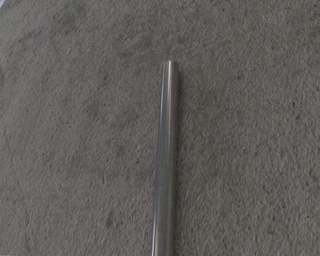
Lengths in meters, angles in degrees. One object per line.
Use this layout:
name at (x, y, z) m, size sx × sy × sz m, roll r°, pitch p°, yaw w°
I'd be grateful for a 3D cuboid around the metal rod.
metal rod at (0.008, 0.040, 0.375) m, size 0.025 × 0.025 × 0.300 m, roll -10°, pitch 57°, yaw 23°
